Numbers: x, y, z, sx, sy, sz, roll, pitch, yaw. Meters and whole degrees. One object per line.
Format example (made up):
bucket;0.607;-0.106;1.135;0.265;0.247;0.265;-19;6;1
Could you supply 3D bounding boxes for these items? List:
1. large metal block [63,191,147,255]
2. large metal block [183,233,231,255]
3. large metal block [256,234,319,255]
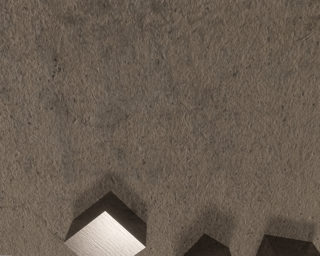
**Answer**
large metal block;-0.077;0.154;0.452;0.080;0.050;0.080;-39;106;13
large metal block;0.067;0.223;0.464;0.050;0.080;0.080;35;106;-12
large metal block;0.196;0.220;0.480;0.081;0.050;0.079;11;110;-5
